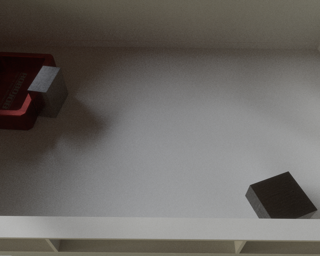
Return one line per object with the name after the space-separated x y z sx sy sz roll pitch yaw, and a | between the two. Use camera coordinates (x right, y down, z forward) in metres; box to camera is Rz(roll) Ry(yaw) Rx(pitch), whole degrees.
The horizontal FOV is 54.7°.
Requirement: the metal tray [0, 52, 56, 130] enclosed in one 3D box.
-0.213 -0.057 0.446 0.091 0.030 0.130 3 50 2 | metal tray

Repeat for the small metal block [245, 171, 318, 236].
0.131 0.081 0.338 0.050 0.025 0.050 -16 52 -14 | small metal block

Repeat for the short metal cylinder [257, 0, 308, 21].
0.233 -0.253 0.587 0.081 0.080 0.050 -12 51 -10 | short metal cylinder

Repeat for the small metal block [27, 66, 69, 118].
-0.153 -0.050 0.429 0.025 0.050 0.050 8 50 6 | small metal block
